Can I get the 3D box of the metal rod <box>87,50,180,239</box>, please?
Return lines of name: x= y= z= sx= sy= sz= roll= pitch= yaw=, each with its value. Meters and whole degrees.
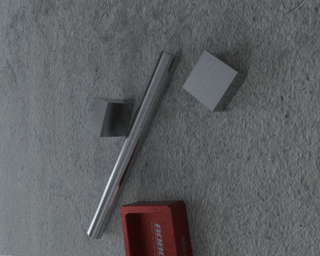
metal rod: x=-0.044 y=0.036 z=0.439 sx=0.025 sy=0.025 sz=0.298 roll=37 pitch=112 yaw=33

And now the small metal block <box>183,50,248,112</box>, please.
small metal block: x=0.062 y=-0.053 z=0.353 sx=0.050 sy=0.025 sz=0.050 roll=44 pitch=116 yaw=30

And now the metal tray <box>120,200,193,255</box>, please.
metal tray: x=-0.003 y=0.163 z=0.402 sx=0.090 sy=0.030 sz=0.129 roll=-13 pitch=82 yaw=39

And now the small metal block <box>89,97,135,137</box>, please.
small metal block: x=-0.069 y=-0.015 z=0.443 sx=0.025 sy=0.050 sz=0.050 roll=25 pitch=106 yaw=37
